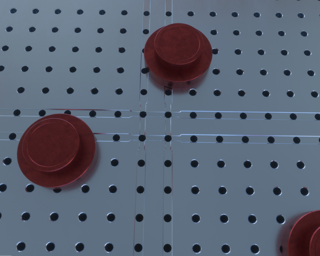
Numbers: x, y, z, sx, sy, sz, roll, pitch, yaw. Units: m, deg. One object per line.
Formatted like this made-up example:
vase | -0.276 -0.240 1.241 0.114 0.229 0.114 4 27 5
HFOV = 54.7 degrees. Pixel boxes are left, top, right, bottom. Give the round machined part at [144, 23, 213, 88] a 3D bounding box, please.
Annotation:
round machined part | 0.026 -0.110 0.443 0.099 0.042 0.098 0 70 -1

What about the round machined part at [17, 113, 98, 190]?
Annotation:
round machined part | -0.132 0.026 0.392 0.099 0.042 0.098 0 70 0

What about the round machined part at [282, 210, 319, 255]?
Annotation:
round machined part | 0.196 0.143 0.353 0.099 0.042 0.098 0 70 -1
